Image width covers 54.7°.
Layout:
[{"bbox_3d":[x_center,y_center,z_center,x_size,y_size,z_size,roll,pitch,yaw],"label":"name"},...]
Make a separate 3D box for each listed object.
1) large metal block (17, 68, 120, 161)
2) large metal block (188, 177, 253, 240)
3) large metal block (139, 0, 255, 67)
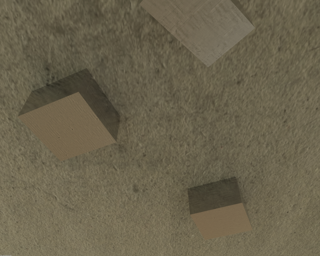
[{"bbox_3d":[-0.106,-0.014,0.377,0.080,0.050,0.080,-19,128,15],"label":"large metal block"},{"bbox_3d":[0.098,0.133,0.505,0.080,0.050,0.080,-17,128,13],"label":"large metal block"},{"bbox_3d":[0.030,-0.114,0.275,0.080,0.080,0.050,36,121,-27],"label":"large metal block"}]
